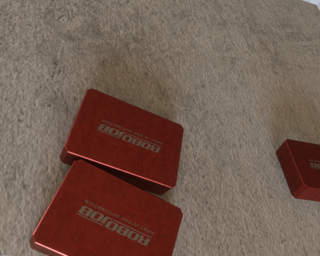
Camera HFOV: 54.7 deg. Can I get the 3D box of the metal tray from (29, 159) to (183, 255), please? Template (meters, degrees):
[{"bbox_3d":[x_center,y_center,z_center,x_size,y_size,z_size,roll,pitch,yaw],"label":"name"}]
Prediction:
[{"bbox_3d":[-0.048,0.100,0.314,0.131,0.030,0.090,29,52,-10],"label":"metal tray"}]

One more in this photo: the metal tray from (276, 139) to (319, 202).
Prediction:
[{"bbox_3d":[0.253,0.068,0.473,0.131,0.030,0.090,10,45,-12],"label":"metal tray"}]

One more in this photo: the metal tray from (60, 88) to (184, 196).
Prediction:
[{"bbox_3d":[-0.040,0.017,0.370,0.131,0.030,0.090,22,53,-16],"label":"metal tray"}]
